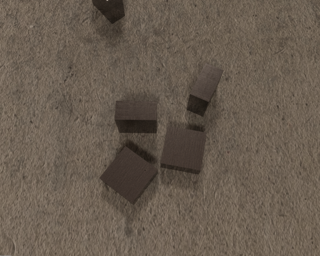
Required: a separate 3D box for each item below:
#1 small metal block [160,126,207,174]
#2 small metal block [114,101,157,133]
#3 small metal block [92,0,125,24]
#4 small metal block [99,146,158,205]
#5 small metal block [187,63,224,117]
[{"bbox_3d":[0.030,0.029,0.398,0.050,0.025,0.050,10,70,3],"label":"small metal block"},{"bbox_3d":[-0.029,-0.013,0.399,0.050,0.050,0.025,1,70,0],"label":"small metal block"},{"bbox_3d":[-0.080,-0.195,0.465,0.025,0.050,0.050,-39,75,-13],"label":"small metal block"},{"bbox_3d":[-0.038,0.059,0.386,0.050,0.025,0.050,35,73,11],"label":"small metal block"},{"bbox_3d":[0.059,-0.050,0.414,0.025,0.050,0.050,25,72,8],"label":"small metal block"}]
